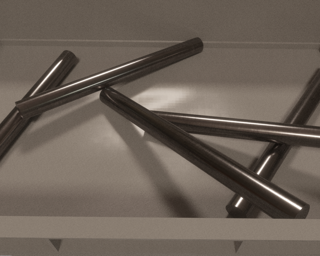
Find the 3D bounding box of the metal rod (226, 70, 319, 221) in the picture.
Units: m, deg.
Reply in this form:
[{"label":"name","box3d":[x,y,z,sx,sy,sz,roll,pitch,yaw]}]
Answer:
[{"label":"metal rod","box3d":[0.173,0.000,0.407,0.025,0.025,0.301,31,56,23]}]

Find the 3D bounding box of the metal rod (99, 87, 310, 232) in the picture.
[{"label":"metal rod","box3d":[0.017,0.011,0.343,0.025,0.025,0.300,-32,41,-24]}]

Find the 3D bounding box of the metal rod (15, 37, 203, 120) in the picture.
[{"label":"metal rod","box3d":[-0.057,-0.081,0.459,0.302,0.025,0.025,-26,55,-26]}]

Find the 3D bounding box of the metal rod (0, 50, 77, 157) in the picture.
[{"label":"metal rod","box3d":[-0.192,-0.006,0.407,0.025,0.025,0.300,14,51,11]}]

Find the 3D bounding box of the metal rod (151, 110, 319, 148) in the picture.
[{"label":"metal rod","box3d":[0.124,0.004,0.374,0.301,0.025,0.025,6,50,16]}]
